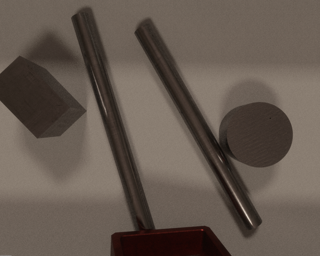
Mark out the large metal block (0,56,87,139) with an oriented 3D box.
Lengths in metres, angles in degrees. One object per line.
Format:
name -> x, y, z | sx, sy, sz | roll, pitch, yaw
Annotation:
large metal block -> -0.146, -0.034, 0.382 | 0.050, 0.080, 0.080 | -44, 91, 0

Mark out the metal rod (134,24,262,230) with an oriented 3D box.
metal rod -> 0.051, -0.001, 0.412 | 0.025, 0.025, 0.299 | -30, 90, 0

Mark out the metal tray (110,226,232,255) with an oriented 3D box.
metal tray -> 0.012, 0.154, 0.362 | 0.131, 0.090, 0.030 | 1, 102, -15

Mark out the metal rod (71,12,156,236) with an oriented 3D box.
metal rod -> -0.061, -0.005, 0.410 | 0.025, 0.025, 0.298 | -17, 90, 0

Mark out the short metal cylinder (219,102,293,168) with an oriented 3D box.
short metal cylinder -> 0.121, 0.008, 0.401 | 0.081, 0.050, 0.079 | 0, 90, -1
